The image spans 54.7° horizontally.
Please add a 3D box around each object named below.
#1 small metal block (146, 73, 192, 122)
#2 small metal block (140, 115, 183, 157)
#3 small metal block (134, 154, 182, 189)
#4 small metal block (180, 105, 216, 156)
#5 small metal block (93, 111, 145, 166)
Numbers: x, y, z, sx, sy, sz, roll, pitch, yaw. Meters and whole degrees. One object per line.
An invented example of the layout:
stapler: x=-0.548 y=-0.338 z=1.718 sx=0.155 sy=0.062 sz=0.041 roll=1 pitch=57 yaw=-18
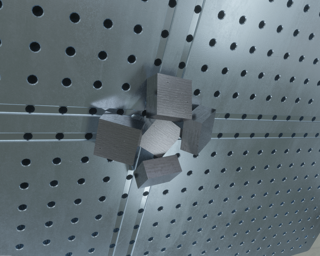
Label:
small metal block: x=0.012 y=-0.036 z=0.381 sx=0.050 sy=0.025 sz=0.050 roll=6 pitch=79 yaw=-31
small metal block: x=-0.004 y=0.006 z=0.414 sx=0.050 sy=0.025 sz=0.050 roll=-49 pitch=129 yaw=6
small metal block: x=-0.004 y=0.061 z=0.432 sx=0.050 sy=0.025 sz=0.050 roll=-9 pitch=158 yaw=-24
small metal block: x=0.053 y=0.002 z=0.428 sx=0.050 sy=0.025 sz=0.050 roll=-38 pitch=141 yaw=-51
small metal block: x=-0.050 y=0.013 z=0.378 sx=0.050 sy=0.025 sz=0.050 roll=16 pitch=115 yaw=2
